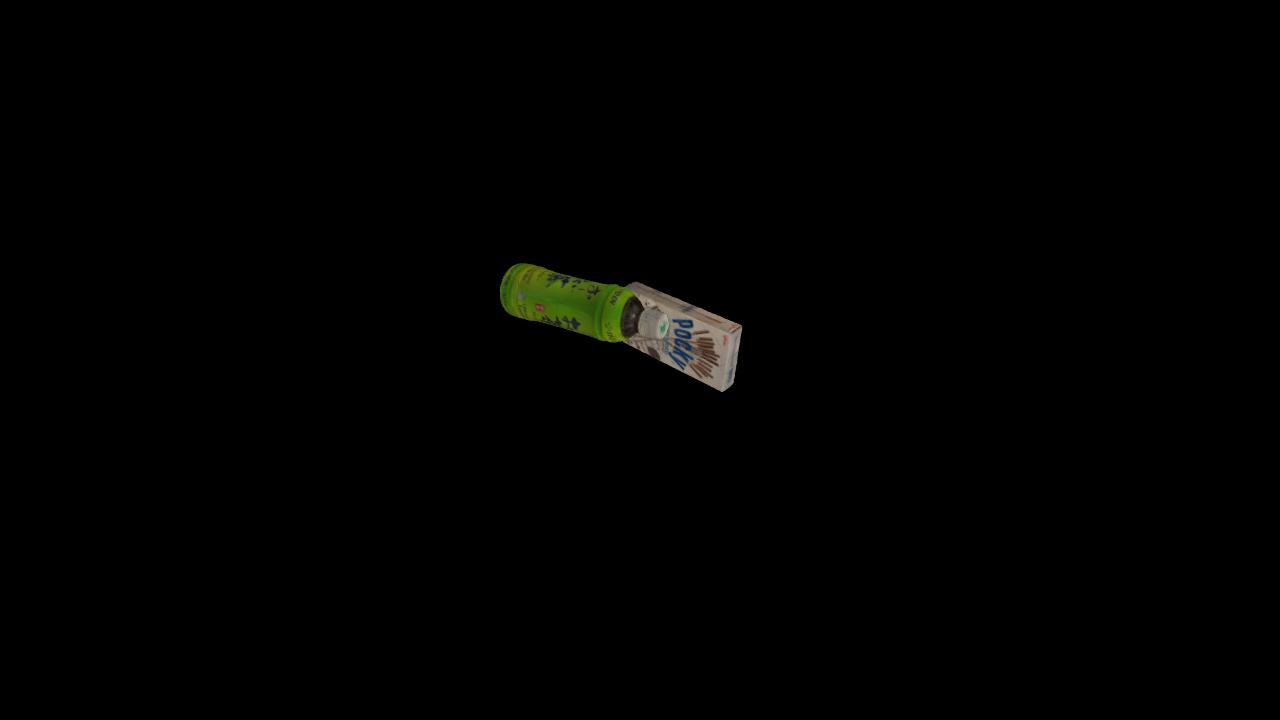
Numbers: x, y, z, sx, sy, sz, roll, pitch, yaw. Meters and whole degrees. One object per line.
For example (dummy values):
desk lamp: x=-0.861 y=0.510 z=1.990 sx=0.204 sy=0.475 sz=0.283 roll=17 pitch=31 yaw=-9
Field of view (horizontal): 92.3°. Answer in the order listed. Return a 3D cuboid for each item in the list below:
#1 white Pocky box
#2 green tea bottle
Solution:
white Pocky box: x=0.045 y=-0.030 z=0.726 sx=0.154 sy=0.084 sz=0.028 roll=27 pitch=42 yaw=30
green tea bottle: x=-0.065 y=-0.064 z=0.731 sx=0.212 sy=0.073 sz=0.073 roll=14 pitch=6 yaw=24
